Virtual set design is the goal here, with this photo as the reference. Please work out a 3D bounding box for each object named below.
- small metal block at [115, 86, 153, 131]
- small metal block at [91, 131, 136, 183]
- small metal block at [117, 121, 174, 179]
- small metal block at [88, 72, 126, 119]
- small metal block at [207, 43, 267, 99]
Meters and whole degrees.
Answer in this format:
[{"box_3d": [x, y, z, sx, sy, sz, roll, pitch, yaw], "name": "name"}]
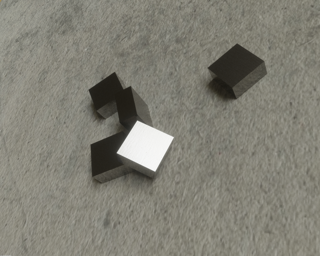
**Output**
[{"box_3d": [-0.034, -0.019, 0.416, 0.025, 0.050, 0.050, -25, 53, 13], "name": "small metal block"}, {"box_3d": [-0.063, 0.039, 0.411, 0.050, 0.025, 0.050, -22, 54, 14], "name": "small metal block"}, {"box_3d": [-0.017, 0.026, 0.378, 0.050, 0.025, 0.050, 25, 62, 10], "name": "small metal block"}, {"box_3d": [-0.076, -0.050, 0.472, 0.050, 0.025, 0.050, -33, 52, 6], "name": "small metal block"}, {"box_3d": [0.099, -0.073, 0.396, 0.050, 0.025, 0.050, -40, 51, 0], "name": "small metal block"}]
